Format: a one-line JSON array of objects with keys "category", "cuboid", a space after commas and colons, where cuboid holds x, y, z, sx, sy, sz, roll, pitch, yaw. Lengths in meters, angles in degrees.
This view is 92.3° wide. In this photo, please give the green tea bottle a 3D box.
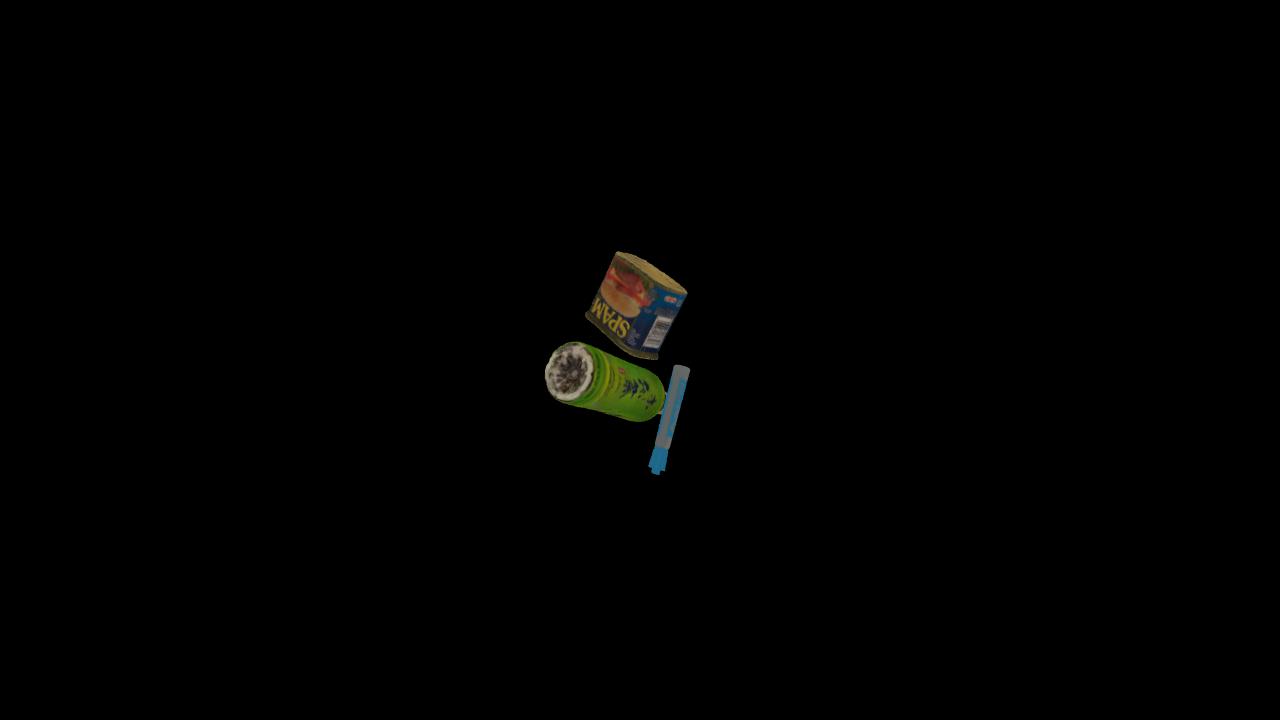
[{"category": "green tea bottle", "cuboid": [-0.022, 0.034, 0.738, 0.073, 0.073, 0.212, 0, -11, 33]}]

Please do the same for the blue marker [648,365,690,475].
[{"category": "blue marker", "cuboid": [0.031, 0.065, 0.669, 0.020, 0.121, 0.020, 15, -12, 3]}]

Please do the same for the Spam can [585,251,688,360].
[{"category": "Spam can", "cuboid": [-0.004, -0.063, 0.690, 0.058, 0.085, 0.101, 8, 26, -46]}]
